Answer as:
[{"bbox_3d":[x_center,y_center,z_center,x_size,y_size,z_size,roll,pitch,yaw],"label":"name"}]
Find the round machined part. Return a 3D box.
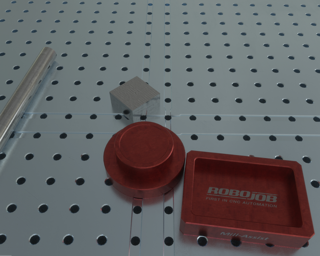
[{"bbox_3d":[-0.018,0.030,0.371,0.099,0.042,0.098,0,50,0],"label":"round machined part"}]

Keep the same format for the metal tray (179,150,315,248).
[{"bbox_3d":[0.091,0.075,0.342,0.131,0.030,0.090,6,50,4],"label":"metal tray"}]

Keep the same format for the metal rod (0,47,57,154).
[{"bbox_3d":[-0.203,-0.009,0.412,0.025,0.025,0.300,7,50,5],"label":"metal rod"}]

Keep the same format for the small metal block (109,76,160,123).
[{"bbox_3d":[-0.035,-0.042,0.442,0.050,0.025,0.050,-36,59,-26],"label":"small metal block"}]
